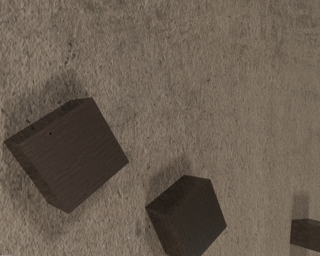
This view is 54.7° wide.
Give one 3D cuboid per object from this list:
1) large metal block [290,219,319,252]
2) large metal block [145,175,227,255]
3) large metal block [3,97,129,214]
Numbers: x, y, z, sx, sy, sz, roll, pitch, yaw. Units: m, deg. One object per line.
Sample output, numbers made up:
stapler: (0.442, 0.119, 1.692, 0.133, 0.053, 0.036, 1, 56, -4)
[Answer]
large metal block: (0.335, 0.227, 0.655, 0.081, 0.080, 0.050, 12, 83, -40)
large metal block: (0.038, 0.122, 0.423, 0.081, 0.050, 0.080, -34, 111, -35)
large metal block: (-0.091, 0.025, 0.313, 0.080, 0.050, 0.080, -41, 115, -33)
